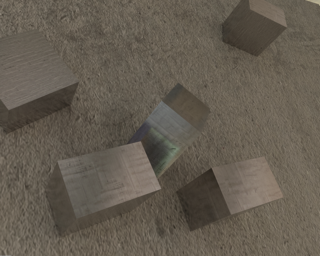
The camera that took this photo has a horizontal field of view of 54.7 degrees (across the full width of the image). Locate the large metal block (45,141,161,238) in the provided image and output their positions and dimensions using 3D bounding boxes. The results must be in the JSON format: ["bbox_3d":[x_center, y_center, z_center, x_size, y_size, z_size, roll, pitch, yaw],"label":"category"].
[{"bbox_3d":[-0.058,0.060,0.300,0.081,0.080,0.050,-12,68,-33],"label":"large metal block"}]

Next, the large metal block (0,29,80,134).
[{"bbox_3d":[-0.150,-0.053,0.339,0.081,0.050,0.080,-33,80,-38],"label":"large metal block"}]

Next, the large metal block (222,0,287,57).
[{"bbox_3d":[0.173,-0.190,0.577,0.081,0.080,0.050,17,55,-18],"label":"large metal block"}]

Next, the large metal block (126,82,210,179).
[{"bbox_3d":[0.008,0.002,0.354,0.050,0.080,0.080,40,26,-2],"label":"large metal block"}]

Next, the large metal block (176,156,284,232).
[{"bbox_3d":[0.079,0.078,0.363,0.081,0.080,0.050,-7,65,-31],"label":"large metal block"}]
